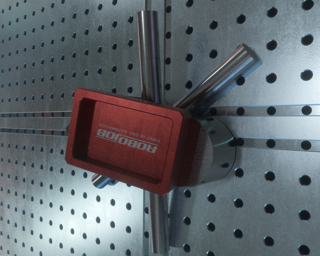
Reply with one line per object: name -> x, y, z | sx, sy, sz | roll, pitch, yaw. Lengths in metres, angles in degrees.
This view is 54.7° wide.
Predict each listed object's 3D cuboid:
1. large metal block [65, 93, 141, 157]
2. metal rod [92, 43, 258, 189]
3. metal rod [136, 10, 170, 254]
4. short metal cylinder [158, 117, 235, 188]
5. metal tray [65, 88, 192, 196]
large metal block -> -0.068, -0.001, 0.426 | 0.080, 0.081, 0.050 | -41, 65, 32
metal rod -> 0.000, 0.002, 0.408 | 0.299, 0.025, 0.025 | -41, 66, 32
metal rod -> -0.007, 0.013, 0.384 | 0.025, 0.025, 0.298 | 5, 102, 39
short metal cylinder -> 0.039, 0.026, 0.358 | 0.080, 0.050, 0.079 | 0, 90, 39
metal tray -> -0.038, 0.011, 0.344 | 0.130, 0.030, 0.089 | 14, 99, 20
